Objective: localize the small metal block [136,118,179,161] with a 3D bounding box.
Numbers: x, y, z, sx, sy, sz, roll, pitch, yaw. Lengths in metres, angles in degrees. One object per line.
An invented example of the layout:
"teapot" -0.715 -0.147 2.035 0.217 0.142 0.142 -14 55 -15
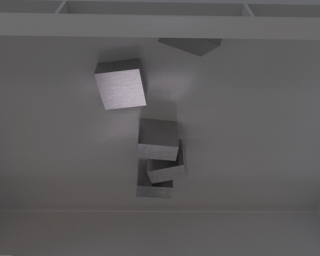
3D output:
"small metal block" -0.003 0.014 0.405 0.050 0.050 0.025 5 130 -5

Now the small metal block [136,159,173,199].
"small metal block" -0.008 0.075 0.456 0.050 0.050 0.025 4 130 -4

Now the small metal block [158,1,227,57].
"small metal block" 0.030 -0.096 0.308 0.050 0.050 0.025 16 87 -14

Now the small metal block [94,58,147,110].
"small metal block" -0.044 -0.051 0.365 0.050 0.025 0.050 -6 130 5

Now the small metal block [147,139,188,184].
"small metal block" 0.010 0.046 0.432 0.050 0.050 0.025 -12 129 10
